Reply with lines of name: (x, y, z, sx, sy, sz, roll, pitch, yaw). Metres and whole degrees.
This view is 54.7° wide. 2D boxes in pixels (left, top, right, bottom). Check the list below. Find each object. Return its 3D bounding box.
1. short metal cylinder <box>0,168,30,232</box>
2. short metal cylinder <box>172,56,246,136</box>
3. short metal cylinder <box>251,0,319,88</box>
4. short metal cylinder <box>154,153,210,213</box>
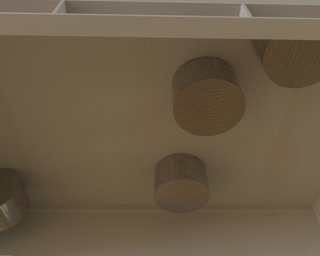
short metal cylinder: (-0.243, 0.106, 0.460, 0.081, 0.080, 0.050, -2, 130, 1)
short metal cylinder: (0.055, -0.036, 0.363, 0.081, 0.050, 0.079, 0, 130, 0)
short metal cylinder: (0.141, -0.088, 0.320, 0.081, 0.050, 0.079, 0, 130, 0)
short metal cylinder: (0.032, 0.084, 0.465, 0.081, 0.050, 0.079, 0, 130, 0)
